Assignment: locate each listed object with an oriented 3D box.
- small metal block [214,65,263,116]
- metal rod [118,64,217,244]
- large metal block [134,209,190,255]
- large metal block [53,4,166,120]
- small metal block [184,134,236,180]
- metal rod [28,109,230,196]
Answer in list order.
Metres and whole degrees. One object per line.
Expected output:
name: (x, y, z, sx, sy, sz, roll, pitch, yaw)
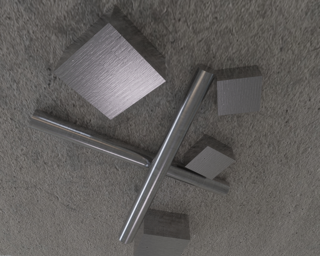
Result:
small metal block: (0.092, -0.045, 0.370, 0.050, 0.025, 0.050, -6, 130, 5)
metal rod: (0.000, 0.053, 0.421, 0.025, 0.025, 0.298, 17, 119, -14)
large metal block: (0.002, 0.193, 0.556, 0.081, 0.050, 0.079, 12, 129, -10)
large metal block: (-0.051, -0.068, 0.333, 0.080, 0.050, 0.080, -33, 123, 24)
small metal block: (0.070, 0.042, 0.444, 0.050, 0.025, 0.050, 28, 125, -22)
metal rod: (-0.030, 0.041, 0.442, 0.302, 0.025, 0.025, 22, 127, -18)
